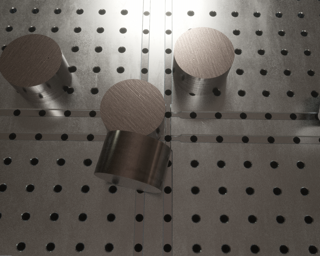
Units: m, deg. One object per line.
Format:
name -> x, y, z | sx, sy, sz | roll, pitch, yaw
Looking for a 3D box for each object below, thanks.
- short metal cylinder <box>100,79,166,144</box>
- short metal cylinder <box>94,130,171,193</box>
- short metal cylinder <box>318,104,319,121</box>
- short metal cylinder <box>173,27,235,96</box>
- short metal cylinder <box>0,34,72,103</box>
short metal cylinder -> -0.033, -0.017, 0.404 | 0.081, 0.050, 0.080 | 0, 70, 0
short metal cylinder -> -0.031, 0.041, 0.367 | 0.080, 0.080, 0.050 | 13, 71, 4
short metal cylinder -> 0.252, -0.033, 0.398 | 0.080, 0.080, 0.050 | 17, 71, 6
short metal cylinder -> 0.059, -0.092, 0.433 | 0.081, 0.050, 0.080 | 0, 70, 0
short metal cylinder -> -0.168, -0.081, 0.426 | 0.081, 0.050, 0.080 | 0, 70, -1
